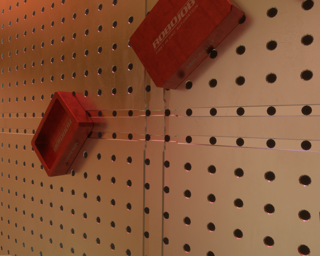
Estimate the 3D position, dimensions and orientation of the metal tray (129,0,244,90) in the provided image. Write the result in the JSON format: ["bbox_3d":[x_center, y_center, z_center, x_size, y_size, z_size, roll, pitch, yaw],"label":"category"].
[{"bbox_3d":[0.026,-0.122,0.383,0.129,0.030,0.090,-44,64,30],"label":"metal tray"}]

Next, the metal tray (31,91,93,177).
[{"bbox_3d":[-0.176,0.011,0.548,0.090,0.030,0.129,50,119,28],"label":"metal tray"}]
